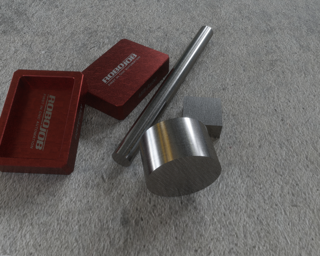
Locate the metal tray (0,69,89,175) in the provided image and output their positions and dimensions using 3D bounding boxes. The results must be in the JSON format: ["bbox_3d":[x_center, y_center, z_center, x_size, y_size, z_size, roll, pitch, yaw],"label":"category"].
[{"bbox_3d":[-0.146,-0.010,0.384,0.091,0.030,0.130,2,65,2],"label":"metal tray"}]

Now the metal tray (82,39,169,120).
[{"bbox_3d":[-0.056,-0.078,0.465,0.090,0.030,0.130,26,54,19],"label":"metal tray"}]

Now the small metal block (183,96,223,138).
[{"bbox_3d":[0.056,-0.015,0.417,0.050,0.025,0.050,4,50,2],"label":"small metal block"}]

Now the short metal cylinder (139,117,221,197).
[{"bbox_3d":[0.021,0.034,0.340,0.081,0.080,0.050,-8,51,-7],"label":"short metal cylinder"}]

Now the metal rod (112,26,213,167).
[{"bbox_3d":[0.018,-0.065,0.458,0.025,0.025,0.301,20,53,16],"label":"metal rod"}]
